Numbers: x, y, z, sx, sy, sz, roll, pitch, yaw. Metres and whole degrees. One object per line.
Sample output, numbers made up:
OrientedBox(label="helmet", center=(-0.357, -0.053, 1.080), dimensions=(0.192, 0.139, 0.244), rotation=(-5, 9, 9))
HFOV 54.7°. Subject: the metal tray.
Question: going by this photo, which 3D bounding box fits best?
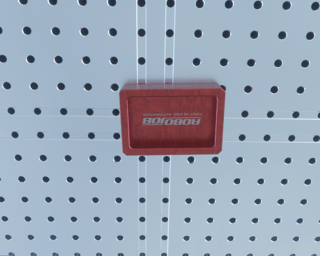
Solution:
OrientedBox(label="metal tray", center=(0.016, -0.011, 0.406), dimensions=(0.131, 0.030, 0.089), rotation=(-1, 110, -1))
